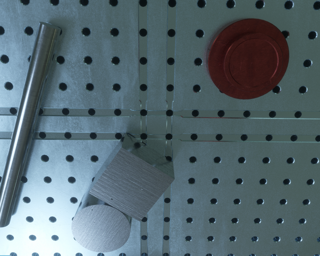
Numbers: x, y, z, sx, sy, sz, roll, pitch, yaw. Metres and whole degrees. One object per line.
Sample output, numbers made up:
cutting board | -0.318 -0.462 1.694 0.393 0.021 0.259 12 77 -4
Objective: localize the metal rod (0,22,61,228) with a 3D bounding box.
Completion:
metal rod | -0.184 0.009 0.414 0.025 0.025 0.298 20 109 -7

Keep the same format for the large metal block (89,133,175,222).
large metal block | -0.037 0.067 0.424 0.080 0.050 0.080 33 107 -12

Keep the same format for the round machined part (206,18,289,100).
round machined part | 0.108 -0.081 0.375 0.099 0.042 0.097 0 110 0

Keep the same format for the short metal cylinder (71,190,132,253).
short metal cylinder | -0.081 0.130 0.447 0.081 0.050 0.079 0 110 0
